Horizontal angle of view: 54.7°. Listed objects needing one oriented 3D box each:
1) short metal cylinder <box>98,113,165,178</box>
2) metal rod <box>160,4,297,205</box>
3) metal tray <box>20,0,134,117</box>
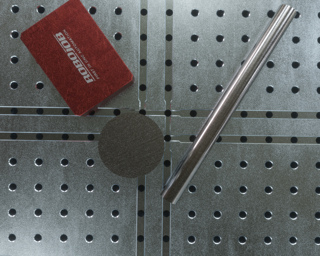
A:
[{"bbox_3d":[-0.035,0.021,0.400,0.081,0.050,0.079,0,90,-1],"label":"short metal cylinder"},{"bbox_3d":[0.091,-0.031,0.414,0.025,0.025,0.299,32,90,-1],"label":"metal rod"},{"bbox_3d":[-0.106,-0.091,0.409,0.090,0.030,0.130,-35,90,-1],"label":"metal tray"}]
